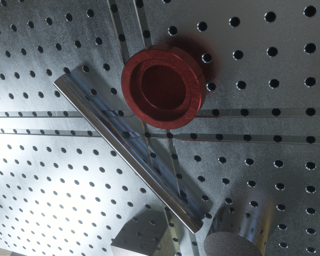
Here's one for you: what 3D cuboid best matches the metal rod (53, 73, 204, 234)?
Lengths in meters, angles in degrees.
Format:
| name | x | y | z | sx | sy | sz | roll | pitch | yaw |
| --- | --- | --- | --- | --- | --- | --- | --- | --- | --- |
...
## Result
| name | x | y | z | sx | sy | sz | roll | pitch | yaw |
| --- | --- | --- | --- | --- | --- | --- | --- | --- | --- |
| metal rod | -0.043 | 0.041 | 0.457 | 0.300 | 0.025 | 0.025 | 48 | 129 | -6 |

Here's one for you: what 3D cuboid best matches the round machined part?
| name | x | y | z | sx | sy | sz | roll | pitch | yaw |
| --- | --- | --- | --- | --- | --- | --- | --- | --- | --- |
| round machined part | 0.008 | -0.051 | 0.364 | 0.098 | 0.042 | 0.097 | 13 | 124 | 20 |

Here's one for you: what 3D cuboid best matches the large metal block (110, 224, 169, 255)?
| name | x | y | z | sx | sy | sz | roll | pitch | yaw |
| --- | --- | --- | --- | --- | --- | --- | --- | --- | --- |
| large metal block | -0.033 | 0.226 | 0.551 | 0.080 | 0.050 | 0.079 | 5 | 121 | 25 |

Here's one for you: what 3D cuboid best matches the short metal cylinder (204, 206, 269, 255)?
| name | x | y | z | sx | sy | sz | roll | pitch | yaw |
| --- | --- | --- | --- | --- | --- | --- | --- | --- | --- |
| short metal cylinder | 0.108 | 0.157 | 0.435 | 0.080 | 0.050 | 0.079 | 13 | 124 | 20 |
